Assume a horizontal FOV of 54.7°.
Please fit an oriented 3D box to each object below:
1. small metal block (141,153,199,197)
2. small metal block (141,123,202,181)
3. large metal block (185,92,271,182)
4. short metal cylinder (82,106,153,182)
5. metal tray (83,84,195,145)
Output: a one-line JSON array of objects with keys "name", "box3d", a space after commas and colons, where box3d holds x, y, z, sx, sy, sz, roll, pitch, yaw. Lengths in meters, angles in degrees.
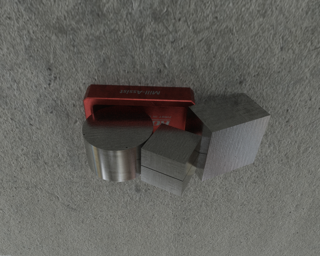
[{"name": "small metal block", "box3d": [0.012, 0.045, 0.361, 0.050, 0.050, 0.025, 19, 131, 18]}, {"name": "small metal block", "box3d": [0.013, 0.025, 0.345, 0.050, 0.050, 0.025, 19, 131, 18]}, {"name": "large metal block", "box3d": [0.078, 0.010, 0.383, 0.081, 0.050, 0.079, -15, 134, -22]}, {"name": "short metal cylinder", "box3d": [-0.048, 0.017, 0.370, 0.081, 0.080, 0.050, 1, 130, -1]}, {"name": "metal tray", "box3d": [-0.025, -0.009, 0.397, 0.131, 0.030, 0.089, 2, 130, -2]}]
